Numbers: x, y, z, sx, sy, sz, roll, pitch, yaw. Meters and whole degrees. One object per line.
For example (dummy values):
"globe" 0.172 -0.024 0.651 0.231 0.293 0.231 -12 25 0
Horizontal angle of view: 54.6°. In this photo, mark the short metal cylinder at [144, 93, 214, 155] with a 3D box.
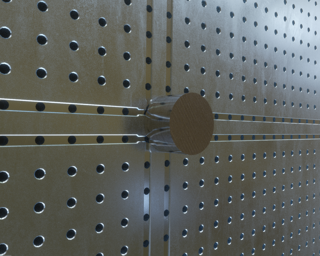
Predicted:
"short metal cylinder" 0.026 -0.005 0.414 0.081 0.050 0.080 0 90 -40
